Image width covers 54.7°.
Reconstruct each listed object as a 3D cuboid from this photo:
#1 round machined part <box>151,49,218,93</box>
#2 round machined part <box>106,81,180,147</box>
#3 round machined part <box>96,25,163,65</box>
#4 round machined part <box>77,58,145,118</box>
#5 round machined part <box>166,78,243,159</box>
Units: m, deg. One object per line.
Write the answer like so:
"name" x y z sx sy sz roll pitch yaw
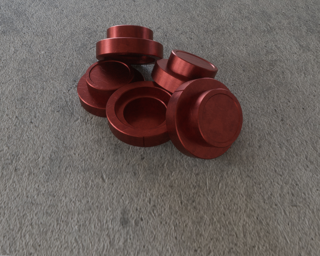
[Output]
"round machined part" 0.041 -0.076 0.430 0.099 0.042 0.098 19 25 -9
"round machined part" -0.018 -0.014 0.405 0.099 0.042 0.098 0 50 0
"round machined part" -0.044 -0.122 0.458 0.099 0.098 0.042 1 92 0
"round machined part" -0.070 -0.063 0.448 0.099 0.042 0.098 0 50 0
"round machined part" 0.059 -0.011 0.368 0.099 0.098 0.042 -36 18 -26
